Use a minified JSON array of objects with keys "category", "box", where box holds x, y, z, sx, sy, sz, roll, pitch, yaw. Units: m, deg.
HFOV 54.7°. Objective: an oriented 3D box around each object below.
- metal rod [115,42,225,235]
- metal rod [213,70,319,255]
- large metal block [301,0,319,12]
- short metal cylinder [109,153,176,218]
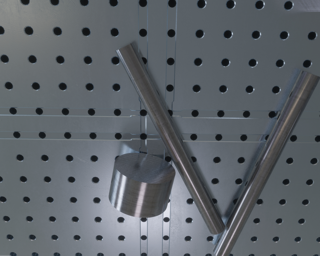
[{"category":"metal rod","box":[0.022,0.027,0.423,0.025,0.025,0.299,-25,109,8]},{"category":"metal rod","box":[0.143,0.064,0.438,0.025,0.025,0.298,17,109,-7]},{"category":"large metal block","box":[0.183,-0.185,0.334,0.080,0.050,0.080,-41,105,13]},{"category":"short metal cylinder","box":[-0.024,0.073,0.411,0.081,0.080,0.050,11,110,-4]}]
